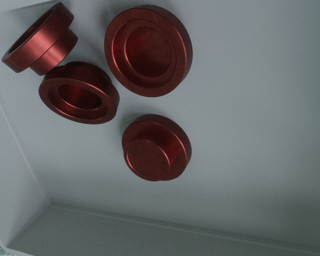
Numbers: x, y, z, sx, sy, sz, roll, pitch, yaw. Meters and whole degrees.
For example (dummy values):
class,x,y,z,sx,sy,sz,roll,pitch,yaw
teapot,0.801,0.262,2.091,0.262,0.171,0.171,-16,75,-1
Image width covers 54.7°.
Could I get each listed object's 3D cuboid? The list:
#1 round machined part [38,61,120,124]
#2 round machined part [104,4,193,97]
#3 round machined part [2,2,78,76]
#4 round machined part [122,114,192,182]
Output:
class,x,y,z,sx,sy,sz,roll,pitch,yaw
round machined part,-0.100,-0.048,0.401,0.099,0.042,0.098,7,149,5
round machined part,-0.009,-0.087,0.347,0.098,0.042,0.097,13,124,20
round machined part,-0.139,-0.102,0.375,0.098,0.098,0.042,-19,130,35
round machined part,-0.010,0.034,0.422,0.098,0.042,0.097,13,124,20
